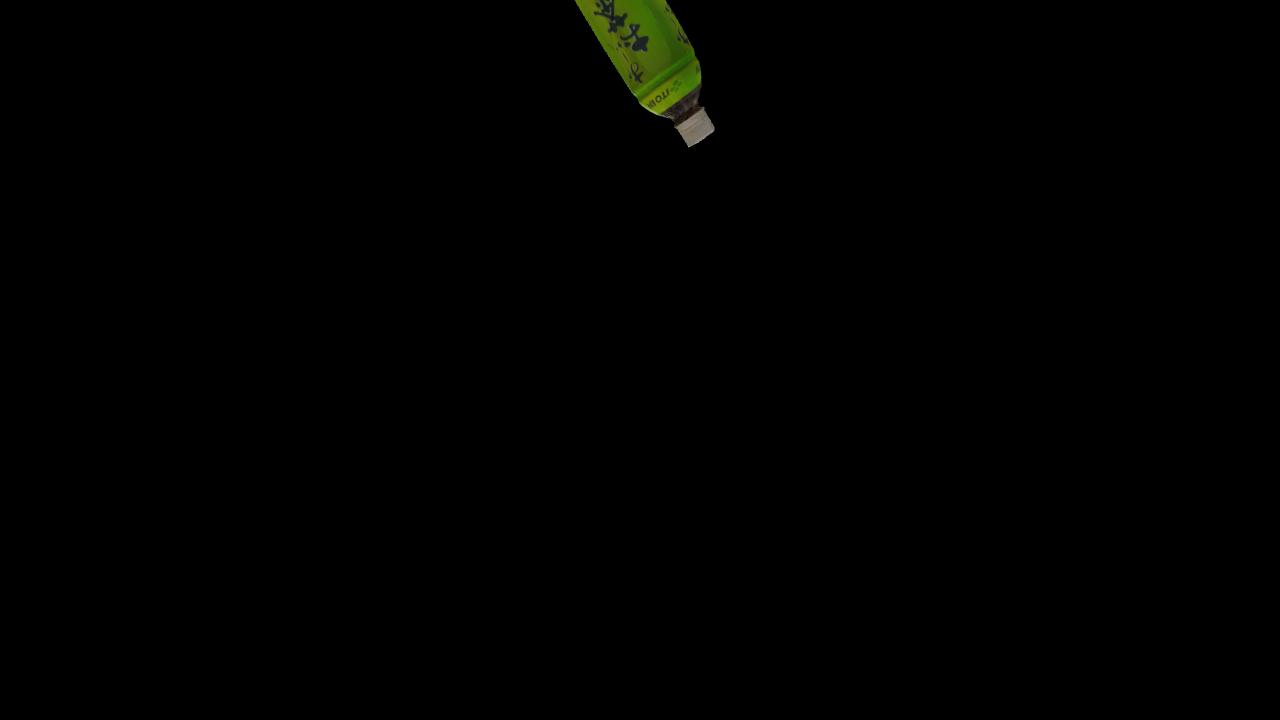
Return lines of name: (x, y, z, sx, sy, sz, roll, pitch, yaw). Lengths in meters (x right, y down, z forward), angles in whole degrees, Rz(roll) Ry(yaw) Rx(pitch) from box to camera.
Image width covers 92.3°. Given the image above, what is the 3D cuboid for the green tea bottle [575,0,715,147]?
green tea bottle: (0.003, -0.298, 0.568, 0.073, 0.212, 0.073, -32, 20, 13)
